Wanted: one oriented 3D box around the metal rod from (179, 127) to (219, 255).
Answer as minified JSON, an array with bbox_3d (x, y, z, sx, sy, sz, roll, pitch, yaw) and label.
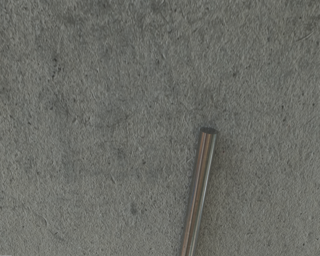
[{"bbox_3d":[0.049,0.142,0.463,0.025,0.025,0.298,6,110,-3],"label":"metal rod"}]
